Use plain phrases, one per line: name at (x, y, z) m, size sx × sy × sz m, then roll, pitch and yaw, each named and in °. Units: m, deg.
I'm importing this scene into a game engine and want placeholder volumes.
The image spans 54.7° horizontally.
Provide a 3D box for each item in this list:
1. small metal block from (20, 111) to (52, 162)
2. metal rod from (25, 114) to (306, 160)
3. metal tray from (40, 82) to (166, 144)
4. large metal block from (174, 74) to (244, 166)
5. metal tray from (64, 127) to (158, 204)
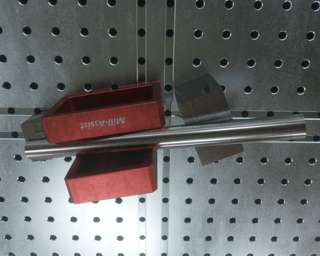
small metal block at (-0.151, 0.009, 0.401) m, size 0.025 × 0.050 × 0.050 m, roll -8°, pitch 110°, yaw 2°
metal rod at (-0.005, 0.012, 0.337) m, size 0.301 × 0.025 × 0.025 m, roll -5°, pitch 111°, yaw 11°
metal tray at (-0.061, -0.021, 0.369) m, size 0.131 × 0.090 × 0.030 m, roll -8°, pitch 111°, yaw 2°
large metal block at (0.057, -0.013, 0.379) m, size 0.050 × 0.080 × 0.080 m, roll -21°, pitch 109°, yaw 7°
metal tray at (-0.050, 0.036, 0.370) m, size 0.091 × 0.130 × 0.030 m, roll -9°, pitch 111°, yaw 3°
